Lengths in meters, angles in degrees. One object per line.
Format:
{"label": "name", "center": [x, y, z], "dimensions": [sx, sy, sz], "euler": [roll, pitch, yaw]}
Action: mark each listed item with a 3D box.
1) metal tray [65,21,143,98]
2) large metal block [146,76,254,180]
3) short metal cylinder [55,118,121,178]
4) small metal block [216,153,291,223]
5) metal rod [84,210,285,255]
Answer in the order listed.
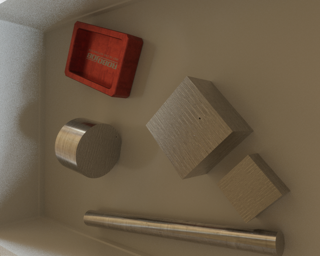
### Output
{"label": "metal tray", "center": [-0.091, -0.107, 0.475], "dimensions": [0.130, 0.030, 0.089], "euler": [26, 106, 36]}
{"label": "large metal block", "center": [0.043, 0.000, 0.354], "dimensions": [0.080, 0.050, 0.080], "euler": [-49, 61, 28]}
{"label": "short metal cylinder", "center": [-0.104, 0.028, 0.454], "dimensions": [0.050, 0.081, 0.079], "euler": [14, 99, 39]}
{"label": "small metal block", "center": [0.097, 0.062, 0.326], "dimensions": [0.050, 0.025, 0.050], "euler": [-50, 61, 28]}
{"label": "metal rod", "center": [0.004, 0.129, 0.401], "dimensions": [0.300, 0.025, 0.025], "euler": [-7, 86, 39]}
